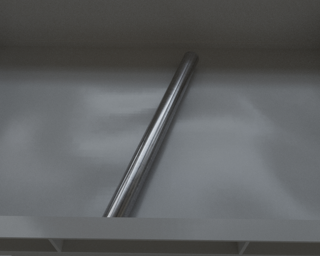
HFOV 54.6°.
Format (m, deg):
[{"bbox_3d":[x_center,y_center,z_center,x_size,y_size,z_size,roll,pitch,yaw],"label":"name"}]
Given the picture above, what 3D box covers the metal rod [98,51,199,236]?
[{"bbox_3d":[-0.001,-0.004,0.406,0.025,0.025,0.301,16,52,13],"label":"metal rod"}]
